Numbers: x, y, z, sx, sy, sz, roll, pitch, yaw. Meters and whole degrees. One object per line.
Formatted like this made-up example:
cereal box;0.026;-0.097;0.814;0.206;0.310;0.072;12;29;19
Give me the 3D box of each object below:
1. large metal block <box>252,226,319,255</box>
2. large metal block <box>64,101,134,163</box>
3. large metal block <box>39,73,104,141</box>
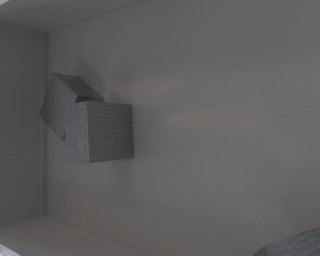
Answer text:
large metal block;0.129;0.127;0.246;0.050;0.081;0.080;97;156;-53
large metal block;-0.085;0.006;0.441;0.050;0.081;0.080;-5;87;40
large metal block;-0.149;-0.035;0.514;0.080;0.050;0.079;39;114;33
